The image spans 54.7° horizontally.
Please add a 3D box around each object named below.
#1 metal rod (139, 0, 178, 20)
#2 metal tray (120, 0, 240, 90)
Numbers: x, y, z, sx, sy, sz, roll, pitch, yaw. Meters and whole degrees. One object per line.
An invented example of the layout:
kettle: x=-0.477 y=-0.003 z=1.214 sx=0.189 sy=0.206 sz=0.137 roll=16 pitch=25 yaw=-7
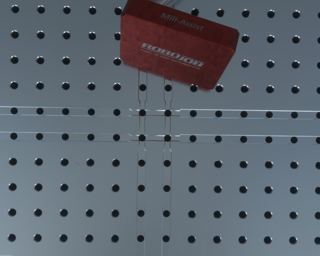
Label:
metal rod: x=0.084 y=-0.239 z=0.414 sx=0.300 sy=0.025 sz=0.025 roll=-40 pitch=91 yaw=-1
metal tray: x=0.018 y=-0.099 z=0.378 sx=0.131 sy=0.090 sz=0.030 roll=18 pitch=66 yaw=-1
